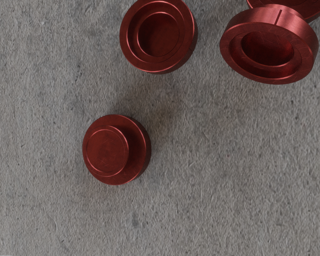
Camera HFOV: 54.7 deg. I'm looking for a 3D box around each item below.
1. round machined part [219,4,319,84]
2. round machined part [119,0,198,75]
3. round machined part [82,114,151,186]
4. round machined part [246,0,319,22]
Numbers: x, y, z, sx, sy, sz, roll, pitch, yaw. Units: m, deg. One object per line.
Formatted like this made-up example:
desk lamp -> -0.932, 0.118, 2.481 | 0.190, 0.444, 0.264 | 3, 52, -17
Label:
round machined part -> 0.118, -0.093, 0.334 | 0.098, 0.098, 0.042 | 20, 71, 19
round machined part -> 0.001, -0.117, 0.399 | 0.098, 0.042, 0.097 | 0, 90, 20
round machined part -> -0.065, 0.030, 0.423 | 0.098, 0.042, 0.097 | 0, 90, 20
round machined part -> 0.146, -0.161, 0.348 | 0.098, 0.042, 0.097 | 0, 90, 20
